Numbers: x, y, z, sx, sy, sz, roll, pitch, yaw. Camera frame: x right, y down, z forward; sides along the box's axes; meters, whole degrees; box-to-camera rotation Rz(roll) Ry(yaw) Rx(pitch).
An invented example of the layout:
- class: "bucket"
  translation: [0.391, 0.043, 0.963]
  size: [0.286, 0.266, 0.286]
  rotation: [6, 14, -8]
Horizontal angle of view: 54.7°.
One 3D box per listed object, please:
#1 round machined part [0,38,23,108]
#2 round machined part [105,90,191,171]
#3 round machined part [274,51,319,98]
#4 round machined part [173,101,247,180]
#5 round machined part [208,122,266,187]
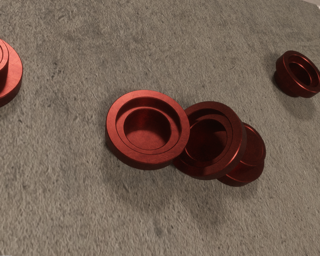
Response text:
- class: "round machined part"
  translation: [-0.199, -0.068, 0.328]
  size: [0.099, 0.042, 0.098]
  rotation: [14, 56, -21]
- class: "round machined part"
  translation: [-0.016, 0.006, 0.373]
  size: [0.099, 0.042, 0.098]
  rotation: [6, 60, -10]
- class: "round machined part"
  translation: [0.262, -0.098, 0.597]
  size: [0.099, 0.042, 0.098]
  rotation: [14, 56, -21]
- class: "round machined part"
  translation: [0.062, 0.019, 0.393]
  size: [0.042, 0.098, 0.098]
  rotation: [37, 39, -52]
- class: "round machined part"
  translation: [0.108, 0.029, 0.435]
  size: [0.099, 0.042, 0.098]
  rotation: [14, 56, -21]
